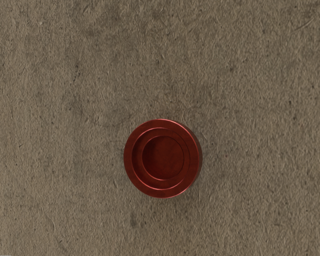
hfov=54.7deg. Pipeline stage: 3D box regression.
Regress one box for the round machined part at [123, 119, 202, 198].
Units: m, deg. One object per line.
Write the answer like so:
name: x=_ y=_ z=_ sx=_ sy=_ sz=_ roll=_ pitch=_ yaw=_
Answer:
round machined part: x=0.006 y=0.037 z=0.398 sx=0.098 sy=0.042 sz=0.097 roll=0 pitch=90 yaw=19
